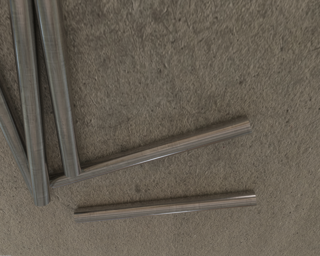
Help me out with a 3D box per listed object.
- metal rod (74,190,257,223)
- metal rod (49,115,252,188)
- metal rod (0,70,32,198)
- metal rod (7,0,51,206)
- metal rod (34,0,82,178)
[{"bbox_3d":[0.006,0.133,0.519,0.302,0.025,0.025,-7,130,5],"label":"metal rod"},{"bbox_3d":[-0.023,0.037,0.438,0.301,0.025,0.025,-17,128,13],"label":"metal rod"},{"bbox_3d":[-0.194,0.004,0.408,0.025,0.025,0.298,-1,130,0],"label":"metal rod"},{"bbox_3d":[-0.156,-0.010,0.382,0.025,0.025,0.298,7,126,-6],"label":"metal rod"},{"bbox_3d":[-0.114,-0.055,0.350,0.025,0.025,0.298,3,128,-3],"label":"metal rod"}]
